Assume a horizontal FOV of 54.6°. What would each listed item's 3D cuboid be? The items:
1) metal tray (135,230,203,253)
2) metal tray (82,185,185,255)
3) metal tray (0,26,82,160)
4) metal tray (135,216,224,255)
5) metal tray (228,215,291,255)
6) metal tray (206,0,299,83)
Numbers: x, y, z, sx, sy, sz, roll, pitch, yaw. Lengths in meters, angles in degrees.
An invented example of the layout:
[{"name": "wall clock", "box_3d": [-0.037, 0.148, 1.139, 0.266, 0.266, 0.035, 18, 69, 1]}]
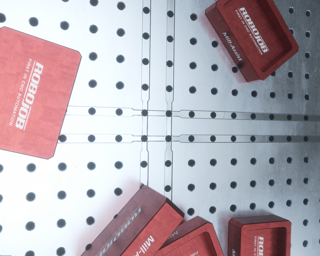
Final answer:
[{"name": "metal tray", "box_3d": [0.011, 0.200, 0.413, 0.091, 0.030, 0.129, -1, 91, -20]}, {"name": "metal tray", "box_3d": [-0.038, 0.132, 0.363, 0.030, 0.090, 0.130, 46, 76, -14]}, {"name": "metal tray", "box_3d": [-0.151, -0.037, 0.354, 0.091, 0.030, 0.129, 16, 85, -19]}, {"name": "metal tray", "box_3d": [0.017, 0.180, 0.383, 0.131, 0.030, 0.090, -23, 98, -19]}, {"name": "metal tray", "box_3d": [0.149, 0.202, 0.464, 0.091, 0.030, 0.129, 2, 89, -20]}, {"name": "metal tray", "box_3d": [0.139, -0.145, 0.460, 0.090, 0.030, 0.130, -39, 103, -16]}]
